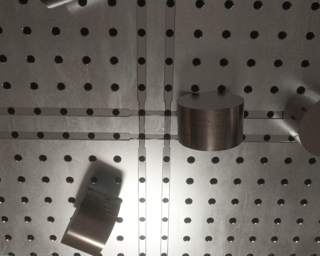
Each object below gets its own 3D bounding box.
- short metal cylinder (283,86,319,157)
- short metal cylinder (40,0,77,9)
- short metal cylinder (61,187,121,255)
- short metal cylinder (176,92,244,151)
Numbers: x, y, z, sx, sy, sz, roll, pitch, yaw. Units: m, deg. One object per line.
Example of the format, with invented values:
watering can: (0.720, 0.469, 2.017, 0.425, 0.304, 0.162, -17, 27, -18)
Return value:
short metal cylinder: (0.209, -0.009, 0.400, 0.081, 0.050, 0.079, 0, 110, -1)
short metal cylinder: (-0.106, -0.172, 0.319, 0.050, 0.080, 0.080, -17, 109, 6)
short metal cylinder: (-0.095, 0.130, 0.431, 0.050, 0.080, 0.080, 27, 108, -10)
short metal cylinder: (0.061, -0.011, 0.381, 0.081, 0.080, 0.050, -3, 110, 1)
